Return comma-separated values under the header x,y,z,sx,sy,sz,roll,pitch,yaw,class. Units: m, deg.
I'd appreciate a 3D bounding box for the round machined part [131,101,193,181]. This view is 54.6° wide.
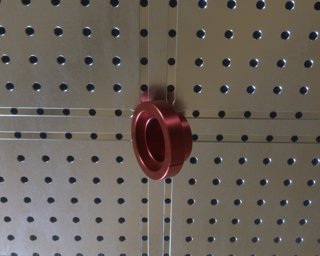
x,y,z,sx,sy,sz,roll,pitch,yaw,class
0.004,0.014,0.390,0.042,0.098,0.097,-9,114,-30,round machined part
